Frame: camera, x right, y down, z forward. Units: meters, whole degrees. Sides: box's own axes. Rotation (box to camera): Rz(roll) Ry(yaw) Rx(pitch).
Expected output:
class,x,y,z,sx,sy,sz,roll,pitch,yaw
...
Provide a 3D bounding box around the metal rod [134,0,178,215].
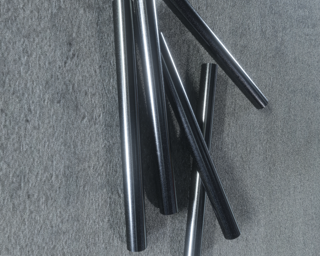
class,x,y,z,sx,sy,sz,roll,pitch,yaw
metal rod,-0.005,-0.034,0.390,0.025,0.025,0.298,-15,104,-39

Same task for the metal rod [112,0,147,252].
class,x,y,z,sx,sy,sz,roll,pitch,yaw
metal rod,-0.036,-0.001,0.375,0.025,0.025,0.298,-5,94,-40

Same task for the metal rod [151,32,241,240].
class,x,y,z,sx,sy,sz,roll,pitch,yaw
metal rod,0.048,0.018,0.423,0.025,0.025,0.299,-30,101,-36

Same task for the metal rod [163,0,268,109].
class,x,y,z,sx,sy,sz,roll,pitch,yaw
metal rod,0.086,-0.123,0.479,0.301,0.025,0.025,39,66,-34

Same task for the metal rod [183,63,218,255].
class,x,y,z,sx,sy,sz,roll,pitch,yaw
metal rod,0.060,0.053,0.457,0.025,0.025,0.298,10,84,-40
